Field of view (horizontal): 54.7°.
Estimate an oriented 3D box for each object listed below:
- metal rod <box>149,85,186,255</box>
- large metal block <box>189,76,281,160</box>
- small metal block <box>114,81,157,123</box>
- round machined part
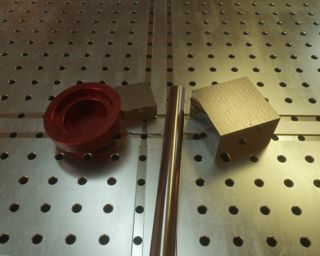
[{"bbox_3d":[0.011,0.061,0.355,0.025,0.025,0.300,5,50,4],"label":"metal rod"},{"bbox_3d":[0.093,-0.015,0.404,0.081,0.050,0.080,-16,52,-13],"label":"large metal block"},{"bbox_3d":[-0.035,-0.037,0.438,0.050,0.025,0.050,-11,51,-10],"label":"small metal block"},{"bbox_3d":[-0.093,-0.009,0.397,0.098,0.042,0.098,-5,54,7],"label":"round machined part"}]
